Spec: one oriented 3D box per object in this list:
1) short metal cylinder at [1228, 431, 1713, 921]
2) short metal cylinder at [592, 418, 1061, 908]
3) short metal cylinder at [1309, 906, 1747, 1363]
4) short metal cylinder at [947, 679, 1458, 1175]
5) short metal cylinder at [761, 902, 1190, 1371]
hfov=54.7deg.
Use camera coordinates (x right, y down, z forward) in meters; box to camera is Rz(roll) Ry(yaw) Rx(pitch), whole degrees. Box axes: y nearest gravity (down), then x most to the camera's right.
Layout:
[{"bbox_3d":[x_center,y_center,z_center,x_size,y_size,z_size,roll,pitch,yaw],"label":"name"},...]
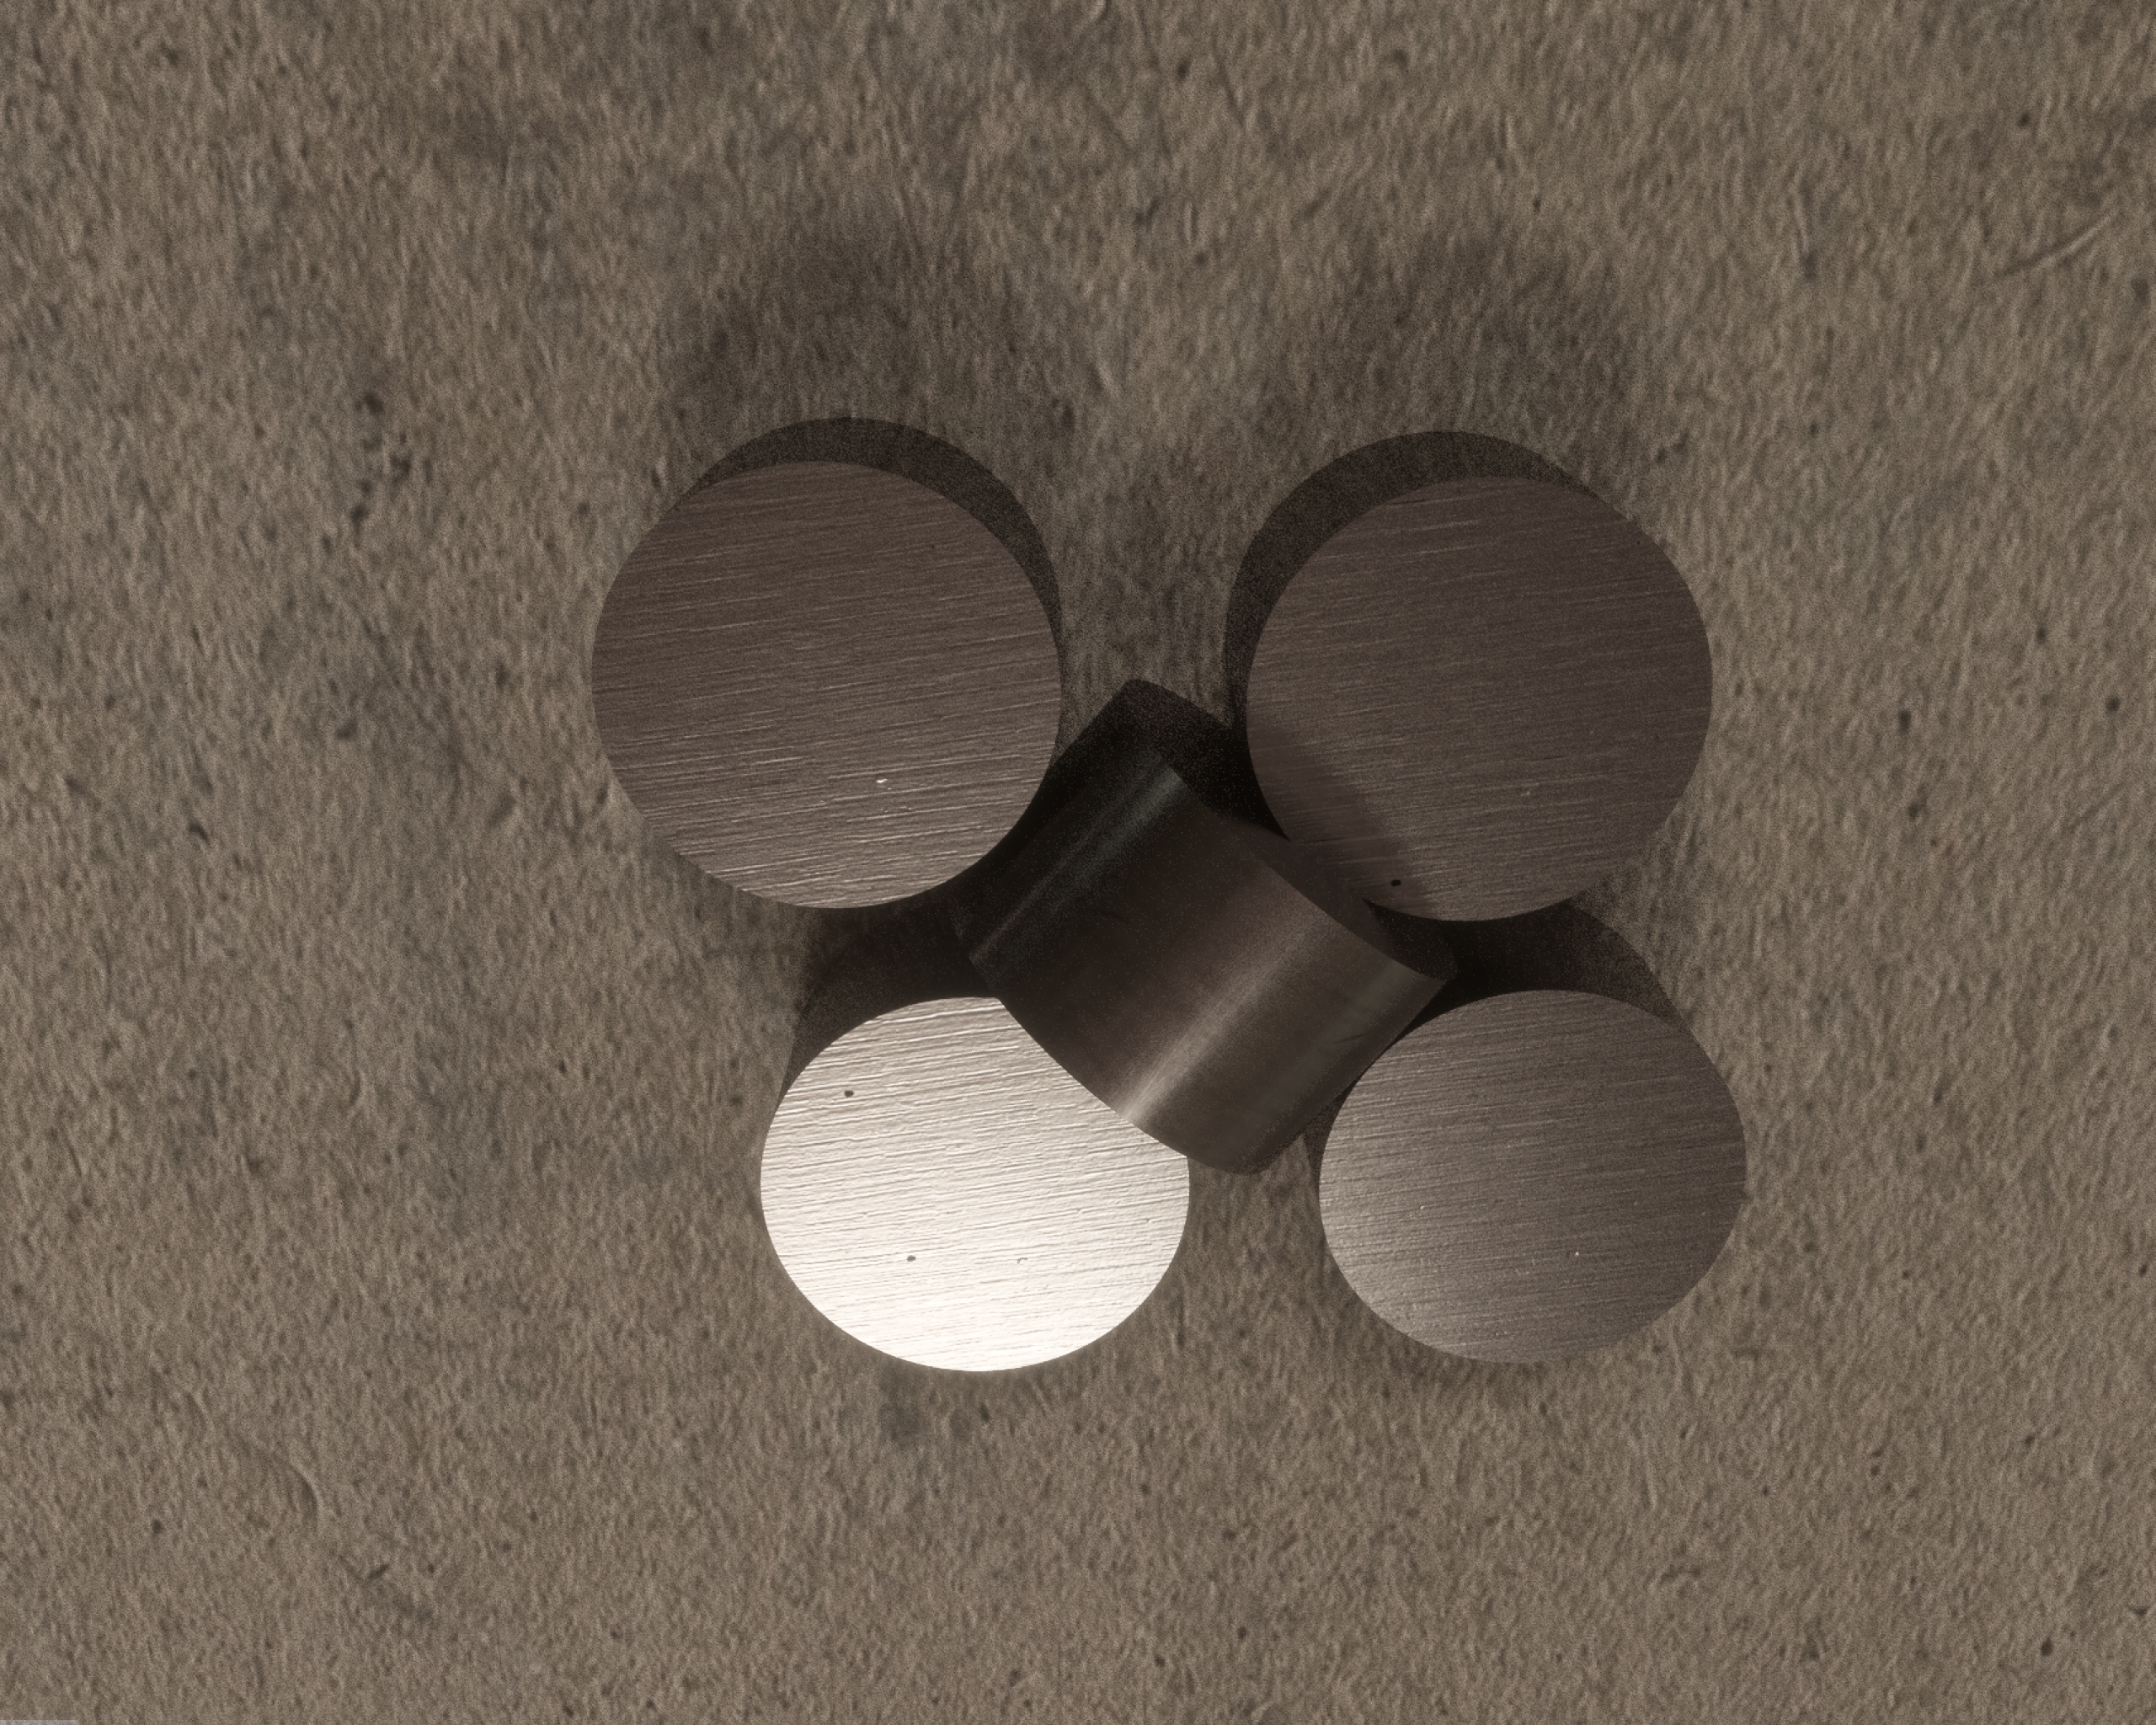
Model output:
[{"bbox_3d":[0.069,-0.035,0.384,0.081,0.050,0.079,0,110,-1],"label":"short metal cylinder"},{"bbox_3d":[-0.043,-0.038,0.382,0.081,0.050,0.079,0,110,-1],"label":"short metal cylinder"},{"bbox_3d":[0.086,0.052,0.417,0.081,0.050,0.079,0,110,-1],"label":"short metal cylinder"},{"bbox_3d":[0.023,0.011,0.386,0.080,0.080,0.050,38,106,-13],"label":"short metal cylinder"},{"bbox_3d":[-0.019,0.053,0.416,0.081,0.050,0.079,0,110,-1],"label":"short metal cylinder"}]
